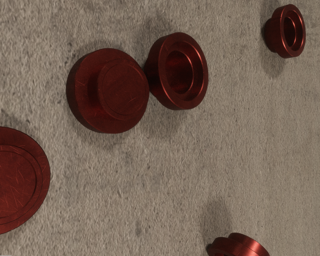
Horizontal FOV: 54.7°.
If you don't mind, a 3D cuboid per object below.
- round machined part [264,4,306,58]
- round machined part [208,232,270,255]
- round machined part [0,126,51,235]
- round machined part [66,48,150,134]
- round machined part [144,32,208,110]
[{"bbox_3d":[0.237,-0.183,0.596,0.099,0.042,0.097,0,90,-40],"label":"round machined part"},{"bbox_3d":[0.126,0.196,0.466,0.042,0.098,0.098,-47,119,-30],"label":"round machined part"},{"bbox_3d":[-0.145,0.047,0.273,0.099,0.042,0.097,0,90,-40],"label":"round machined part"},{"bbox_3d":[-0.051,-0.042,0.352,0.099,0.042,0.097,0,90,-40],"label":"round machined part"},{"bbox_3d":[0.018,-0.072,0.406,0.099,0.042,0.097,2,86,-46],"label":"round machined part"}]
